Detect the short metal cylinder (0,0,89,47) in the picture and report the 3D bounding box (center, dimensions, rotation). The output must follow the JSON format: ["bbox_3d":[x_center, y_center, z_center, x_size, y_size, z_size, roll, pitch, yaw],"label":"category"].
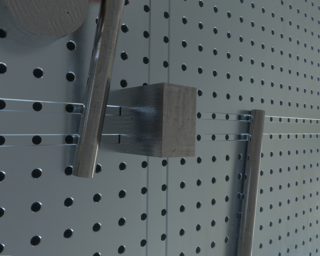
[{"bbox_3d":[-0.117,-0.122,0.296,0.081,0.050,0.079,0,90,-40],"label":"short metal cylinder"}]

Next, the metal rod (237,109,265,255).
[{"bbox_3d":[0.159,0.116,0.545,0.025,0.025,0.298,12,82,-40],"label":"metal rod"}]

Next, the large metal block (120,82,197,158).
[{"bbox_3d":[-0.004,-0.008,0.372,0.050,0.080,0.079,3,89,-40],"label":"large metal block"}]

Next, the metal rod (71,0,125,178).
[{"bbox_3d":[-0.058,-0.095,0.334,0.025,0.025,0.298,8,93,-40],"label":"metal rod"}]
